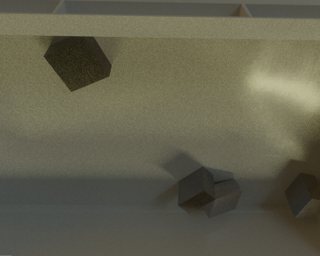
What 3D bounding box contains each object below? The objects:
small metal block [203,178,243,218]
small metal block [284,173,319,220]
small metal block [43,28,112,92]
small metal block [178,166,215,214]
[{"bbox_3d":[0.098,0.113,0.495,0.050,0.025,0.050,-13,134,-21],"label":"small metal block"},{"bbox_3d":[0.228,0.108,0.488,0.025,0.050,0.050,11,129,-9],"label":"small metal block"},{"bbox_3d":[-0.090,-0.074,0.344,0.050,0.025,0.050,-19,128,15],"label":"small metal block"},{"bbox_3d":[0.055,0.094,0.473,0.050,0.050,0.025,-37,115,27],"label":"small metal block"}]
